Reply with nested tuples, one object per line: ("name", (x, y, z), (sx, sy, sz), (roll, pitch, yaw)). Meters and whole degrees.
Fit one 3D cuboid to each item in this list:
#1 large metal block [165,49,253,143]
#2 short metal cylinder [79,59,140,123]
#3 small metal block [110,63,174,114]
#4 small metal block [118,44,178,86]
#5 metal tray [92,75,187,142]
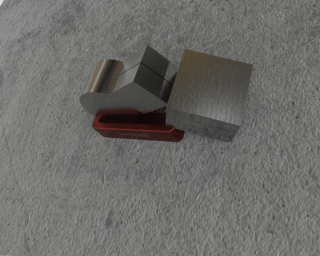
("large metal block", (0.056, -0.037, 0.364), (0.080, 0.050, 0.080), (15, 67, 6))
("short metal cylinder", (-0.060, -0.046, 0.413), (0.080, 0.080, 0.050), (1, 63, 29))
("small metal block", (-0.021, -0.044, 0.359), (0.050, 0.050, 0.025), (-17, 49, 51))
("small metal block", (-0.013, -0.066, 0.370), (0.050, 0.050, 0.025), (-17, 49, 51))
("metal tray", (-0.023, -0.030, 0.433), (0.130, 0.030, 0.090), (2, 63, 29))
